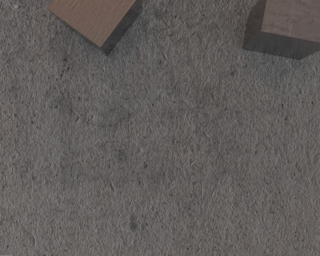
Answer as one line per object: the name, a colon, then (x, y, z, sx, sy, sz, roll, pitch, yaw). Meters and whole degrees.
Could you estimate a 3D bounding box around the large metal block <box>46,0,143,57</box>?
large metal block: (-0.080, -0.152, 0.397, 0.080, 0.050, 0.080, 37, 90, 0)

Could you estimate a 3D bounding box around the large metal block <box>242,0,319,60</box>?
large metal block: (0.156, -0.125, 0.383, 0.080, 0.080, 0.050, 11, 90, 0)
